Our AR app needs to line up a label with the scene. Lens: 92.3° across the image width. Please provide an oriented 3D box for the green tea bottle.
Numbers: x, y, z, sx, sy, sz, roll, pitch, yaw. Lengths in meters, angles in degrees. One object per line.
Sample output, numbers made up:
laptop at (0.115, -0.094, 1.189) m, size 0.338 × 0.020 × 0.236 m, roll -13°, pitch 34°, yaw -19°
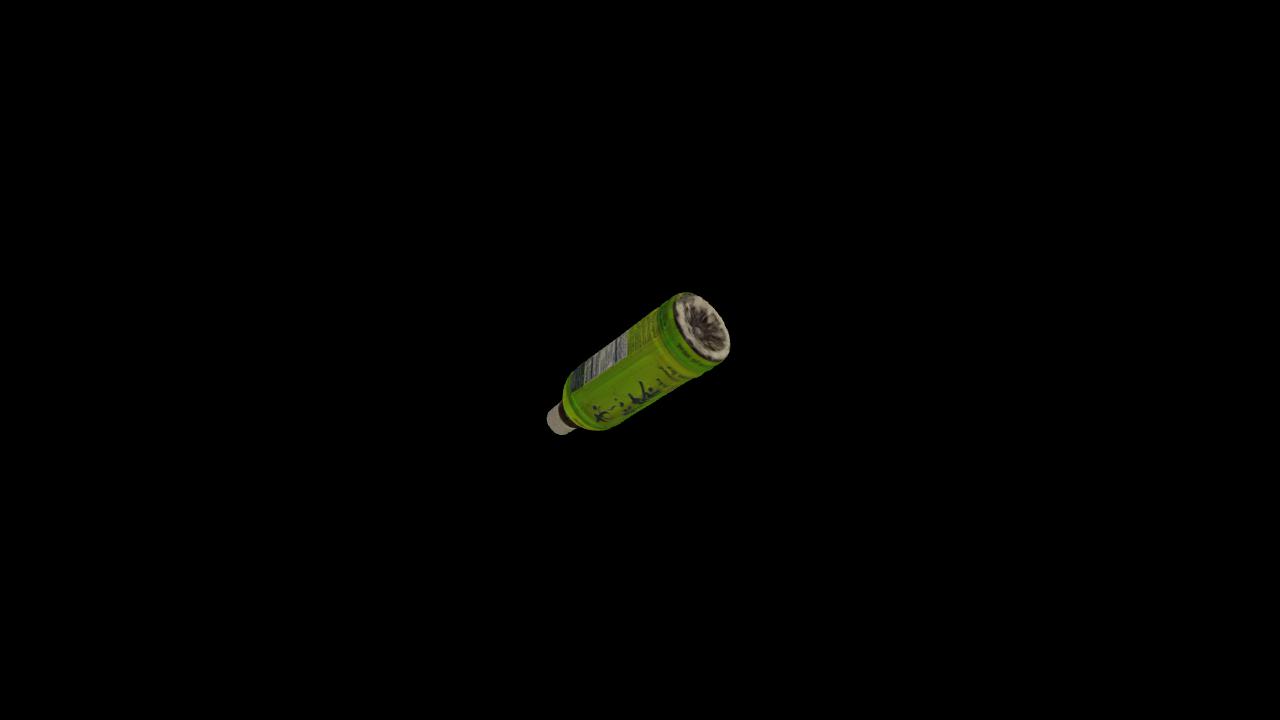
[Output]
green tea bottle at (-0.015, 0.016, 0.570) m, size 0.073 × 0.073 × 0.212 m, roll 0°, pitch -24°, yaw -47°
